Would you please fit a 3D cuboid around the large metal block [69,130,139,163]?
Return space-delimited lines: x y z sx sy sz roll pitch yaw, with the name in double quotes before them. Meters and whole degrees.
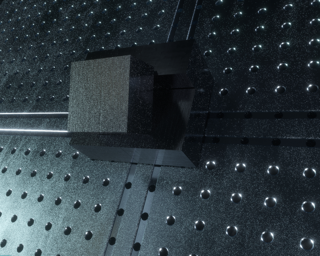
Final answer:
"large metal block" -0.064 -0.001 0.422 0.080 0.050 0.080 1 62 28

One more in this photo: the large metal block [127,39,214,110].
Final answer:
"large metal block" 0.016 -0.064 0.402 0.080 0.080 0.050 1 62 28

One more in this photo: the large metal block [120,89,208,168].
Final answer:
"large metal block" 0.007 0.000 0.384 0.080 0.050 0.080 1 62 28

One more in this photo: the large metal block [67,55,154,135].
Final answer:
"large metal block" -0.056 -0.034 0.355 0.080 0.050 0.080 0 86 28

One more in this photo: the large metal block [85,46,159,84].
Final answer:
"large metal block" -0.055 -0.066 0.439 0.080 0.080 0.050 1 62 28
